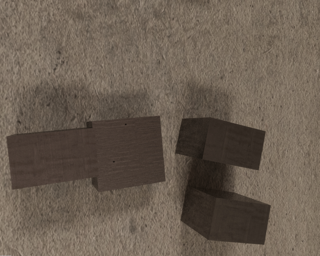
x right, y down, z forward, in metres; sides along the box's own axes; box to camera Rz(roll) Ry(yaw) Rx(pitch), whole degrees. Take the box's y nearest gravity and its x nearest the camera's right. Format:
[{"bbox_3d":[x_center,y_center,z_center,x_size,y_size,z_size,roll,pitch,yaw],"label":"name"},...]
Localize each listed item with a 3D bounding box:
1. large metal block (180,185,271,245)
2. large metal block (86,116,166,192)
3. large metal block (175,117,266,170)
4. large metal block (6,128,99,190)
[{"bbox_3d":[0.084,0.114,0.413,0.081,0.080,0.050,12,86,-20],"label":"large metal block"},{"bbox_3d":[-0.043,0.028,0.381,0.081,0.050,0.079,-6,92,-20],"label":"large metal block"},{"bbox_3d":[0.077,0.020,0.410,0.081,0.080,0.050,13,86,-20],"label":"large metal block"},{"bbox_3d":[-0.116,0.028,0.338,0.081,0.080,0.050,-6,92,-20],"label":"large metal block"}]
